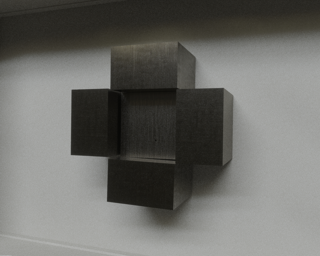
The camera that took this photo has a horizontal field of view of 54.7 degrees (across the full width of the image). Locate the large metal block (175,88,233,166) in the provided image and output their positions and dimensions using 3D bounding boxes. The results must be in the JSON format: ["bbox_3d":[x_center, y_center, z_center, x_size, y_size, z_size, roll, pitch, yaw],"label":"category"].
[{"bbox_3d":[0.054,-0.002,0.361,0.050,0.080,0.080,1,90,20],"label":"large metal block"}]

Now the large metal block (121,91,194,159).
[{"bbox_3d":[-0.002,-0.004,0.395,0.080,0.050,0.080,1,90,20],"label":"large metal block"}]

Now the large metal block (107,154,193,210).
[{"bbox_3d":[-0.009,0.062,0.383,0.080,0.080,0.050,2,91,20],"label":"large metal block"}]

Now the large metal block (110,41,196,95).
[{"bbox_3d":[-0.005,-0.068,0.381,0.080,0.080,0.050,1,91,20],"label":"large metal block"}]

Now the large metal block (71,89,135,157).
[{"bbox_3d":[-0.070,-0.007,0.405,0.050,0.080,0.080,1,90,20],"label":"large metal block"}]
